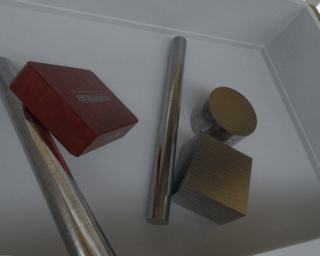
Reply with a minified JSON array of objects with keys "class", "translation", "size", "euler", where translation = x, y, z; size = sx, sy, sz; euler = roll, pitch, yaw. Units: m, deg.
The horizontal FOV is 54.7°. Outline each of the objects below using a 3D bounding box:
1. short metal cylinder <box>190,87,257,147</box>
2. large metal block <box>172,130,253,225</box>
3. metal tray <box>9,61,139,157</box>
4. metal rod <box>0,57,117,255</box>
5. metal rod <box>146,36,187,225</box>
[{"class":"short metal cylinder","translation":[0.092,-0.013,0.449],"size":[0.081,0.050,0.080],"euler":[14,56,-21]},{"class":"large metal block","translation":[0.064,0.063,0.387],"size":[0.080,0.050,0.080],"euler":[28,52,-11]},{"class":"metal tray","translation":[-0.080,-0.023,0.328],"size":[0.090,0.030,0.130],"euler":[46,14,4]},{"class":"metal rod","translation":[-0.101,0.017,0.261],"size":[0.025,0.025,0.300],"euler":[-12,43,-34]},{"class":"metal rod","translation":[0.015,-0.019,0.426],"size":[0.025,0.025,0.300],"euler":[20,54,-17]}]
